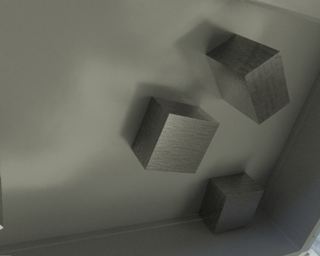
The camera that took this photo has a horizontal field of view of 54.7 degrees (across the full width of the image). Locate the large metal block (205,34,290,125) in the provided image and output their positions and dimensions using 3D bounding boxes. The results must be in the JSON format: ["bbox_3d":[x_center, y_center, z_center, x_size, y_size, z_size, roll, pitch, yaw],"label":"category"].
[{"bbox_3d":[0.112,-0.064,0.397,0.050,0.080,0.080,-35,129,-5],"label":"large metal block"}]

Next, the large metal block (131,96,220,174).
[{"bbox_3d":[0.019,0.011,0.412,0.081,0.050,0.079,9,114,-33],"label":"large metal block"}]

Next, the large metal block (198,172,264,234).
[{"bbox_3d":[0.123,0.130,0.543,0.081,0.050,0.079,-3,120,-27],"label":"large metal block"}]

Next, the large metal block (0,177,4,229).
[{"bbox_3d":[-0.210,0.079,0.307,0.080,0.080,0.050,-30,129,-9],"label":"large metal block"}]
